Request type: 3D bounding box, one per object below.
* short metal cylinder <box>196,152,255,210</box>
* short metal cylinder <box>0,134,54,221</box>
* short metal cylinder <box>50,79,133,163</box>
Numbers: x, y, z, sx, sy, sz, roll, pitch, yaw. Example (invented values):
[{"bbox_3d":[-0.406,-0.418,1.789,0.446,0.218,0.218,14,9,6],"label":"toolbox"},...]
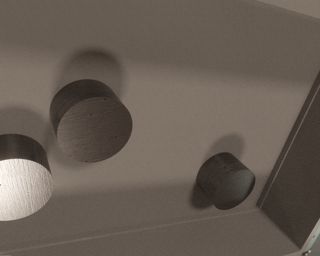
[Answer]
[{"bbox_3d":[0.107,0.087,0.507,0.081,0.050,0.079,-14,125,-21],"label":"short metal cylinder"},{"bbox_3d":[-0.162,0.053,0.337,0.081,0.050,0.079,-14,125,-21],"label":"short metal cylinder"},{"bbox_3d":[-0.077,-0.008,0.346,0.081,0.050,0.079,-14,125,-21],"label":"short metal cylinder"}]
